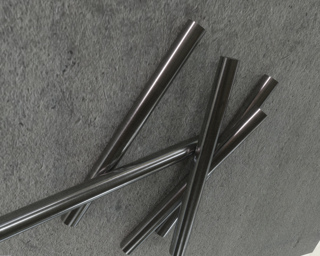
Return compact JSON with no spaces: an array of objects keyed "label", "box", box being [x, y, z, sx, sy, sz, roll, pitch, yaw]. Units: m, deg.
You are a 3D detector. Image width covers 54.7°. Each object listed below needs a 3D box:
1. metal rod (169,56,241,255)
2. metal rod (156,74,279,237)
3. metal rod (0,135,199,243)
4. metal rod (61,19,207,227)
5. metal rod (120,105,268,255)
[{"label":"metal rod","box":[0.056,0.052,0.427,0.025,0.025,0.298,2,111,-29]},{"label":"metal rod","box":[0.082,0.050,0.481,0.025,0.025,0.299,25,105,-37]},{"label":"metal rod","box":[-0.050,0.062,0.386,0.302,0.025,0.025,-20,127,-28]},{"label":"metal rod","box":[-0.039,0.003,0.386,0.025,0.025,0.299,25,105,-37]},{"label":"metal rod","box":[0.044,0.084,0.465,0.025,0.025,0.299,32,105,-38]}]
